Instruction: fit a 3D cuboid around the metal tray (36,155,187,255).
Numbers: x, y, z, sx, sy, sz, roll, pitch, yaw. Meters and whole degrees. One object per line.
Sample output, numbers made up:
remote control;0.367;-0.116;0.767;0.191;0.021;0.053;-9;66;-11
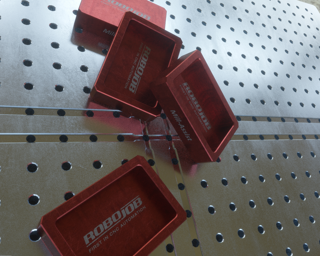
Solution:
metal tray;-0.045;0.097;0.322;0.131;0.030;0.090;-31;79;-38

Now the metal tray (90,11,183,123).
metal tray;-0.029;-0.083;0.420;0.090;0.030;0.130;23;67;-16

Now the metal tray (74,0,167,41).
metal tray;-0.057;-0.173;0.481;0.131;0.030;0.090;18;55;-19

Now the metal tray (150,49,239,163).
metal tray;0.051;-0.028;0.419;0.090;0.030;0.130;-47;113;-39
